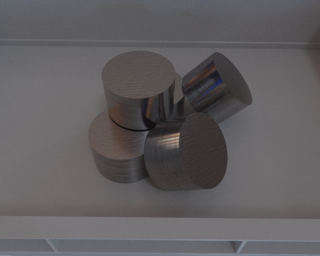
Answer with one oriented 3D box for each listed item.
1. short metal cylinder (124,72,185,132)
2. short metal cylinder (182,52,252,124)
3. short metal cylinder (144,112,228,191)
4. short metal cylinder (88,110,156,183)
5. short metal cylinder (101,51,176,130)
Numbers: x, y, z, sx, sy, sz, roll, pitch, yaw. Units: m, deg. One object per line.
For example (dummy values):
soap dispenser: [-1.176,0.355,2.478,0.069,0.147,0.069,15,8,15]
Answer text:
short metal cylinder: [-0.007,-0.038,0.418,0.081,0.050,0.080,0,50,0]
short metal cylinder: [0.075,-0.051,0.404,0.080,0.050,0.080,33,38,-31]
short metal cylinder: [0.029,0.027,0.336,0.050,0.080,0.080,-15,35,44]
short metal cylinder: [-0.041,0.019,0.371,0.081,0.050,0.080,0,50,0]
short metal cylinder: [-0.023,-0.044,0.357,0.081,0.050,0.080,0,50,0]
